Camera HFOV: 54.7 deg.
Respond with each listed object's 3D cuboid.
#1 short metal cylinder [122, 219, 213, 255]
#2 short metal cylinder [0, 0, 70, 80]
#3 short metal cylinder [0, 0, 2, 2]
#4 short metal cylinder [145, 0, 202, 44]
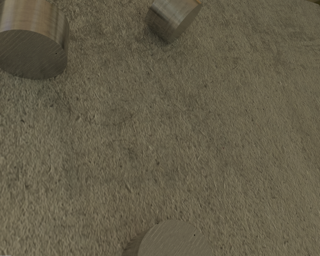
[{"bbox_3d":[0.006,0.137,0.307,0.081,0.050,0.080,14,56,-21],"label":"short metal cylinder"},{"bbox_3d":[-0.145,-0.099,0.351,0.081,0.080,0.050,8,58,-24],"label":"short metal cylinder"},{"bbox_3d":[-0.195,-0.202,0.406,0.081,0.050,0.080,14,56,-21],"label":"short metal cylinder"},{"bbox_3d":[0.021,-0.180,0.490,0.050,0.080,0.080,42,51,0],"label":"short metal cylinder"}]
